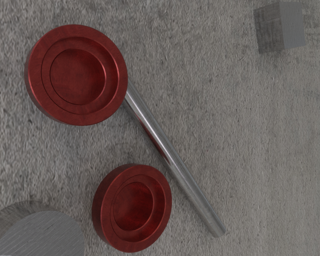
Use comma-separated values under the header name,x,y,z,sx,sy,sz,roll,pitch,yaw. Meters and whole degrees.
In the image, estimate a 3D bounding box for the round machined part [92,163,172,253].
name,x,y,z,sx,sy,sz,roll,pitch,yaw
round machined part,-0.036,0.090,0.364,0.099,0.042,0.097,0,90,-40

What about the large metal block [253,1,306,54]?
name,x,y,z,sx,sy,sz,roll,pitch,yaw
large metal block,0.223,-0.185,0.574,0.081,0.050,0.079,-18,101,-39

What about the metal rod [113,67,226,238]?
name,x,y,z,sx,sy,sz,roll,pitch,yaw
metal rod,0.017,0.045,0.418,0.025,0.025,0.299,-48,118,-29

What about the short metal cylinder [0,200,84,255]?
name,x,y,z,sx,sy,sz,roll,pitch,yaw
short metal cylinder,-0.119,0.112,0.289,0.081,0.050,0.080,0,90,-40

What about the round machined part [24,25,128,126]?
name,x,y,z,sx,sy,sz,roll,pitch,yaw
round machined part,-0.086,-0.051,0.316,0.099,0.042,0.097,-1,92,-33
